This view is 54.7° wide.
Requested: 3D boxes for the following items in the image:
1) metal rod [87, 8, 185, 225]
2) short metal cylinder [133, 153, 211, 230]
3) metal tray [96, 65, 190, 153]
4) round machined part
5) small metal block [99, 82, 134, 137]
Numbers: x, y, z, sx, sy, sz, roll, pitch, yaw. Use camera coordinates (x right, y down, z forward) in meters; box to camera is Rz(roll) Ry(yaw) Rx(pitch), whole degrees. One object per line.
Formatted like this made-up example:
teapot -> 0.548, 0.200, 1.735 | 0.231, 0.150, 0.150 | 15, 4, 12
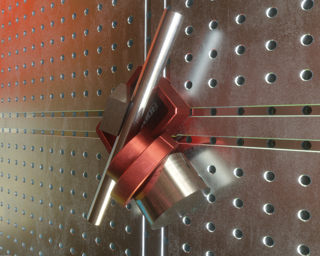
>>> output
metal rod -> -0.038, -0.001, 0.399 | 0.025, 0.025, 0.298 | 35, 111, 34
short metal cylinder -> 0.011, 0.074, 0.361 | 0.080, 0.081, 0.050 | -51, 61, 28
metal tray -> -0.029, -0.009, 0.427 | 0.129, 0.030, 0.090 | -50, 61, 28
round machined part -> -0.025, 0.042, 0.367 | 0.042, 0.098, 0.097 | 41, 116, 8
small metal block -> -0.054, -0.025, 0.407 | 0.025, 0.050, 0.050 | 22, 119, -1
